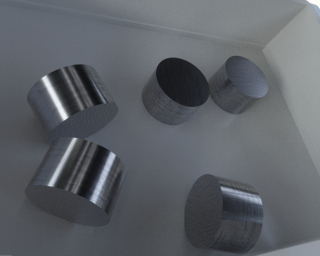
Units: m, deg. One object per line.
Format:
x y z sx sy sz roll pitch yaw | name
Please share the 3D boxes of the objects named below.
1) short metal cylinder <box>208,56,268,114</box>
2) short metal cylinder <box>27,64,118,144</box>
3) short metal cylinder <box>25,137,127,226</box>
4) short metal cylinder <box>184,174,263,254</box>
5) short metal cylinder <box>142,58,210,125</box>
0.125 -0.069 0.498 0.081 0.050 0.080 14 56 -21 | short metal cylinder
-0.093 -0.023 0.335 0.081 0.080 0.050 -22 74 -36 | short metal cylinder
-0.078 0.053 0.296 0.080 0.080 0.050 27 53 -12 | short metal cylinder
0.069 0.096 0.348 0.050 0.080 0.080 16 55 -19 | short metal cylinder
0.021 -0.051 0.432 0.081 0.050 0.080 14 56 -21 | short metal cylinder
